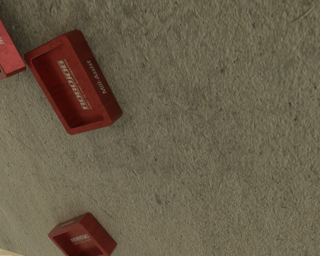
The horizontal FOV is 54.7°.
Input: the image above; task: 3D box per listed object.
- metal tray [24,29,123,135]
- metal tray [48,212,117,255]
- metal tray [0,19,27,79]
[{"bbox_3d":[-0.120,-0.058,0.430,0.090,0.030,0.129,-13,112,33],"label":"metal tray"},{"bbox_3d":[-0.159,0.227,0.627,0.130,0.030,0.090,-29,103,37],"label":"metal tray"},{"bbox_3d":[-0.245,-0.132,0.432,0.090,0.030,0.129,3,122,50],"label":"metal tray"}]
